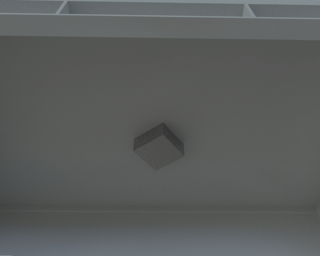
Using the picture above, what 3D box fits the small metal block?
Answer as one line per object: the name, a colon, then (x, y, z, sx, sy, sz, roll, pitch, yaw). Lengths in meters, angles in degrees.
small metal block: (-0.001, 0.027, 0.432, 0.050, 0.025, 0.050, -29, 124, 22)
